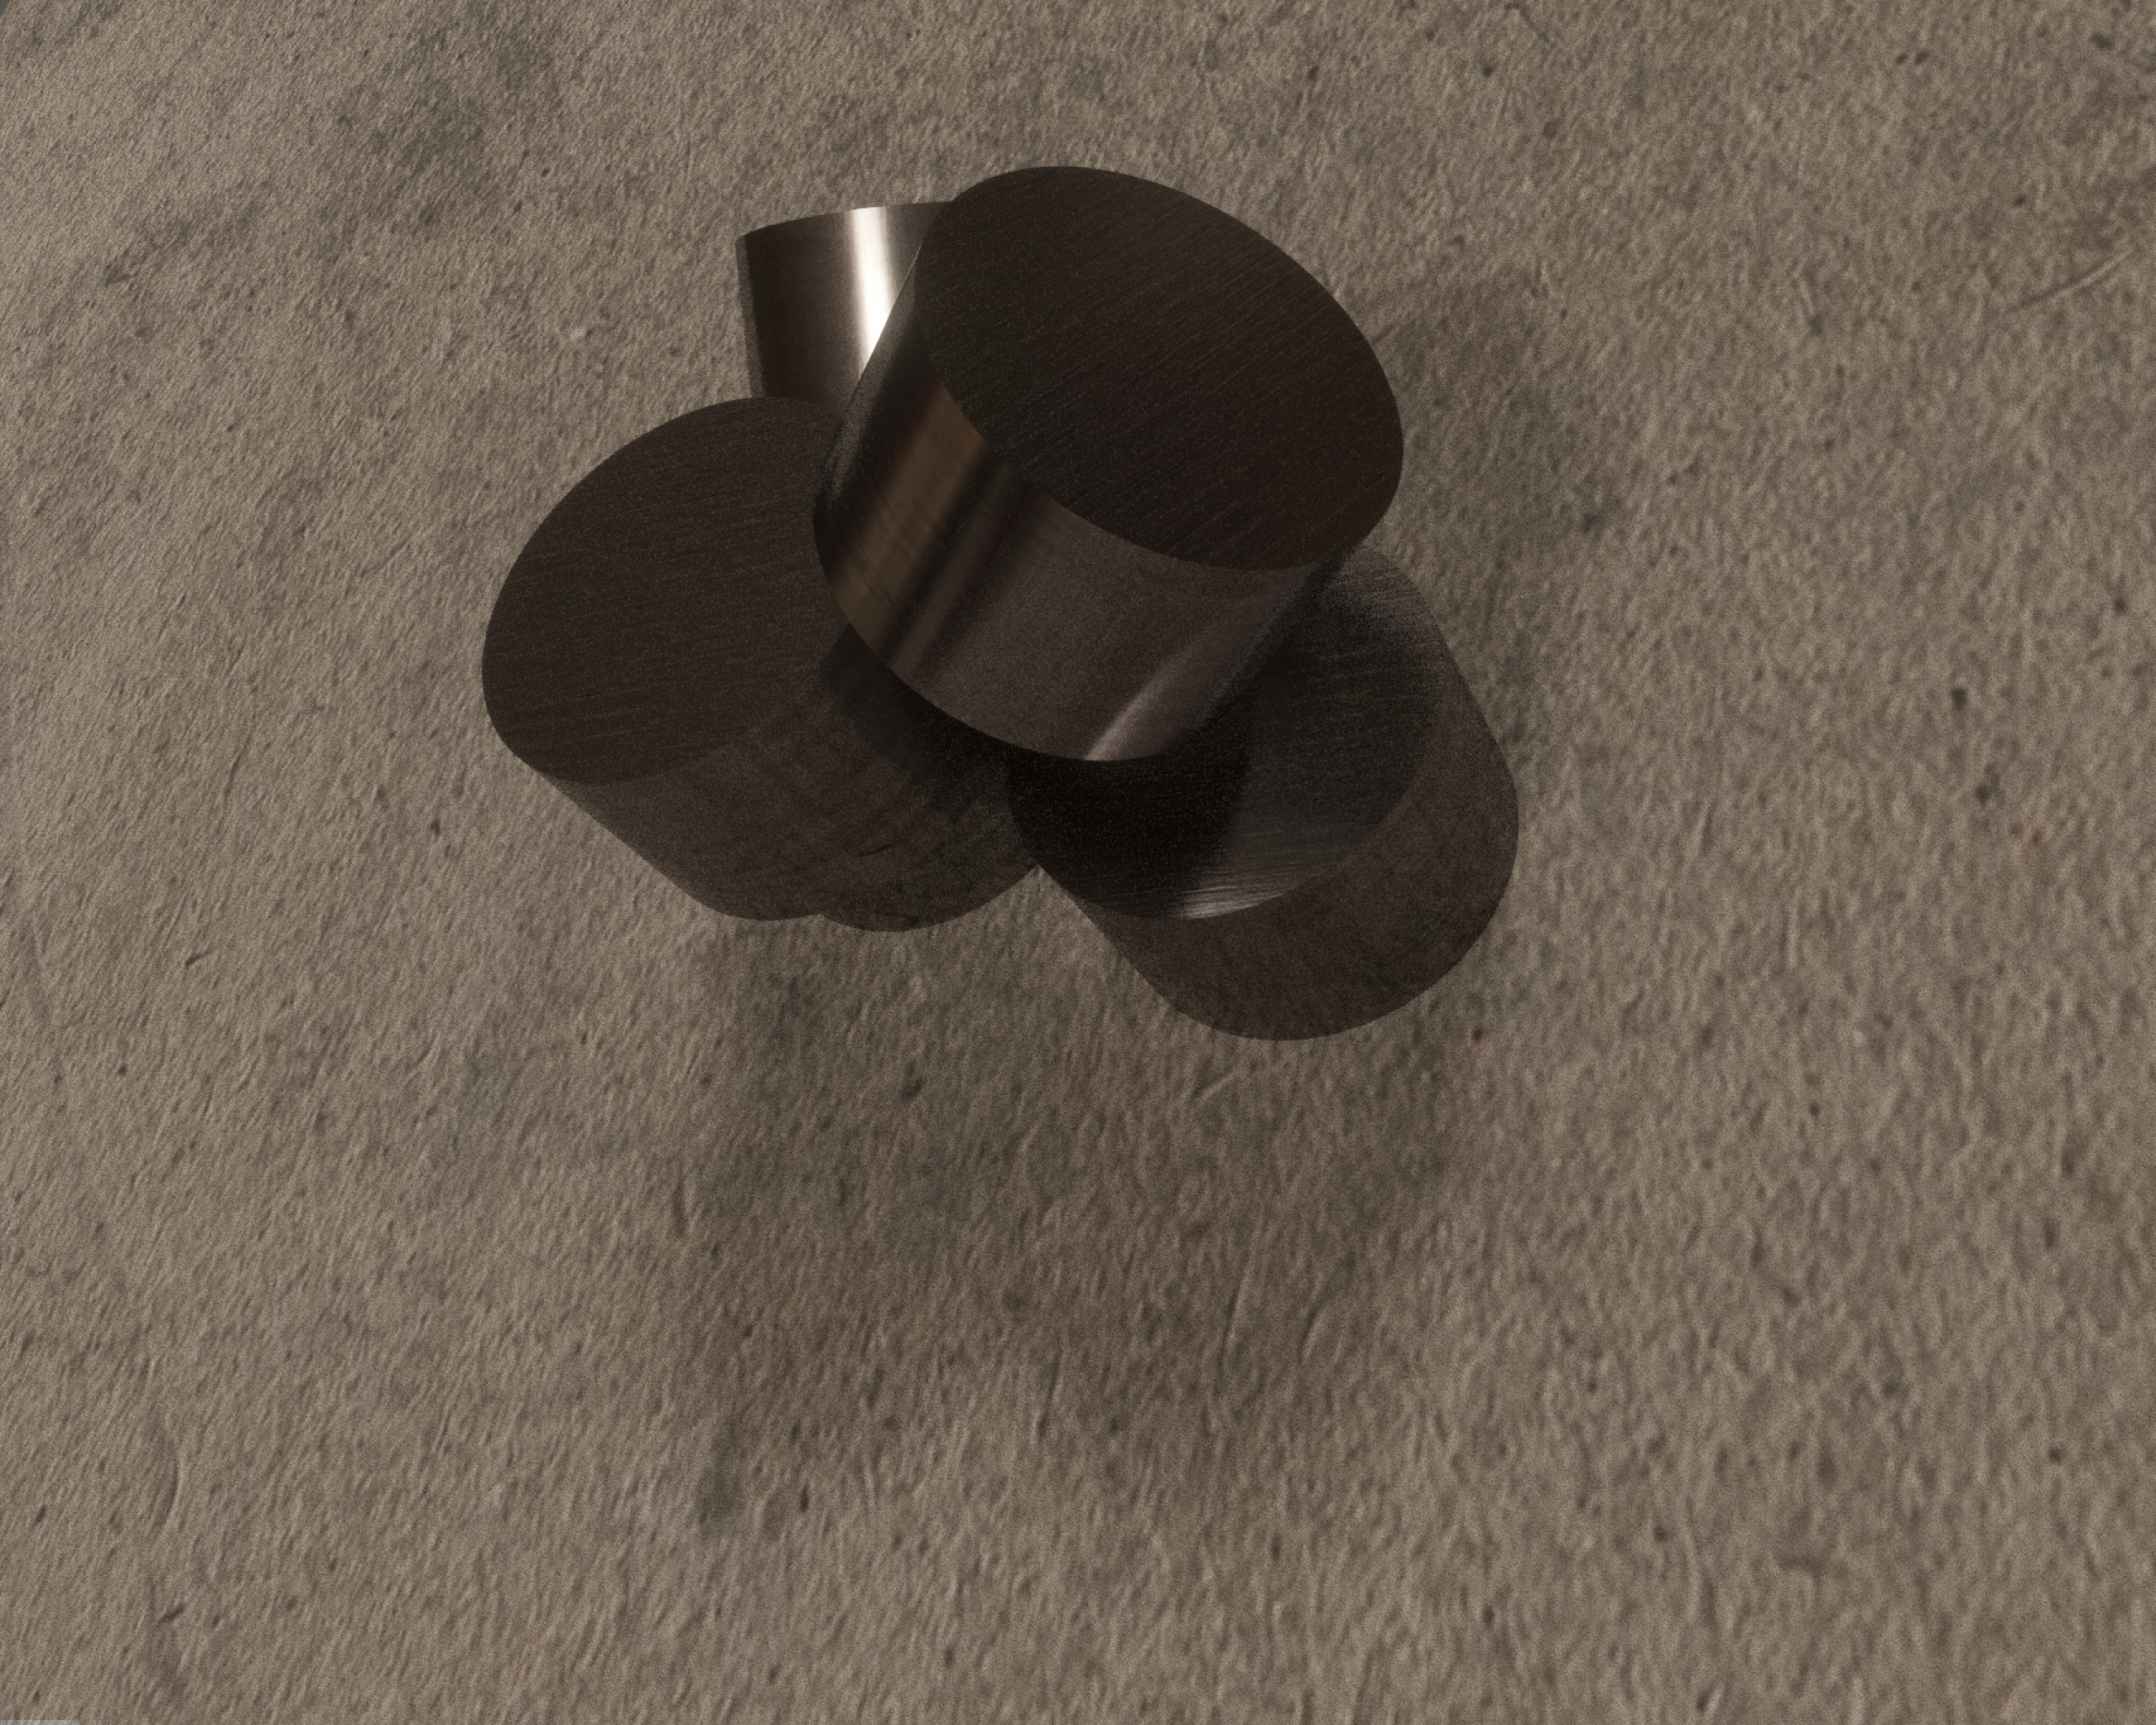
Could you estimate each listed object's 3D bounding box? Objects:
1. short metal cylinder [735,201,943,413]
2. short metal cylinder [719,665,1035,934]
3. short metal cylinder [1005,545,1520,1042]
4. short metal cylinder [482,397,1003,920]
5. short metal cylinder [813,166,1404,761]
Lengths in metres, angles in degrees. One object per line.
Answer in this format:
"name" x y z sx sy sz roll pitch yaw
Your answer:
"short metal cylinder" -0.029 -0.108 0.442 0.080 0.080 0.050 0 101 28
"short metal cylinder" -0.041 -0.032 0.429 0.080 0.050 0.080 -13 56 20
"short metal cylinder" 0.034 -0.014 0.378 0.080 0.050 0.080 -13 56 20
"short metal cylinder" -0.058 -0.036 0.375 0.080 0.050 0.080 -13 56 20
"short metal cylinder" 0.004 -0.063 0.332 0.050 0.081 0.080 127 147 -50
